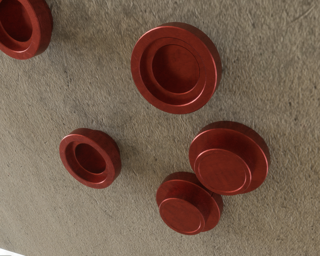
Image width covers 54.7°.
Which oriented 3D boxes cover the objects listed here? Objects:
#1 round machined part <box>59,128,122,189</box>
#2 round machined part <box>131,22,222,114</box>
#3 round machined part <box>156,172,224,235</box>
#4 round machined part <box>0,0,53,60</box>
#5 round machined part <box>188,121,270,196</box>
[{"bbox_3d":[-0.101,0.042,0.475,0.098,0.042,0.097,13,124,21],"label":"round machined part"},{"bbox_3d":[0.020,-0.068,0.343,0.098,0.042,0.097,13,124,21],"label":"round machined part"},{"bbox_3d":[0.038,0.115,0.447,0.098,0.042,0.097,13,124,21],"label":"round machined part"},{"bbox_3d":[-0.180,-0.142,0.403,0.098,0.042,0.097,13,124,21],"label":"round machined part"},{"bbox_3d":[0.081,0.044,0.380,0.098,0.042,0.097,13,124,21],"label":"round machined part"}]
